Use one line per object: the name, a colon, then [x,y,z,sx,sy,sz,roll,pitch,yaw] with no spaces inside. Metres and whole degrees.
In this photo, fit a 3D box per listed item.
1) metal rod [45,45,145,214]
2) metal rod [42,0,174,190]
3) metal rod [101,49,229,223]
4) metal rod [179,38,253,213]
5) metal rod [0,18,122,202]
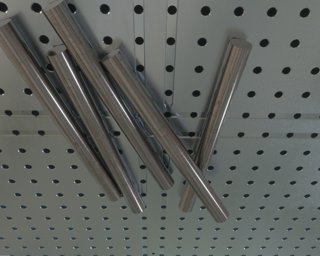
metal rod: [-0.075,0.025,0.431,0.025,0.025,0.299,-12,130,9]
metal rod: [-0.048,-0.017,0.396,0.025,0.025,0.299,-18,128,14]
metal rod: [0.020,0.028,0.412,0.025,0.025,0.299,-24,120,19]
metal rod: [0.066,0.021,0.430,0.025,0.025,0.298,6,130,-6]
metal rod: [-0.119,0.001,0.410,0.025,0.025,0.299,-14,129,11]
